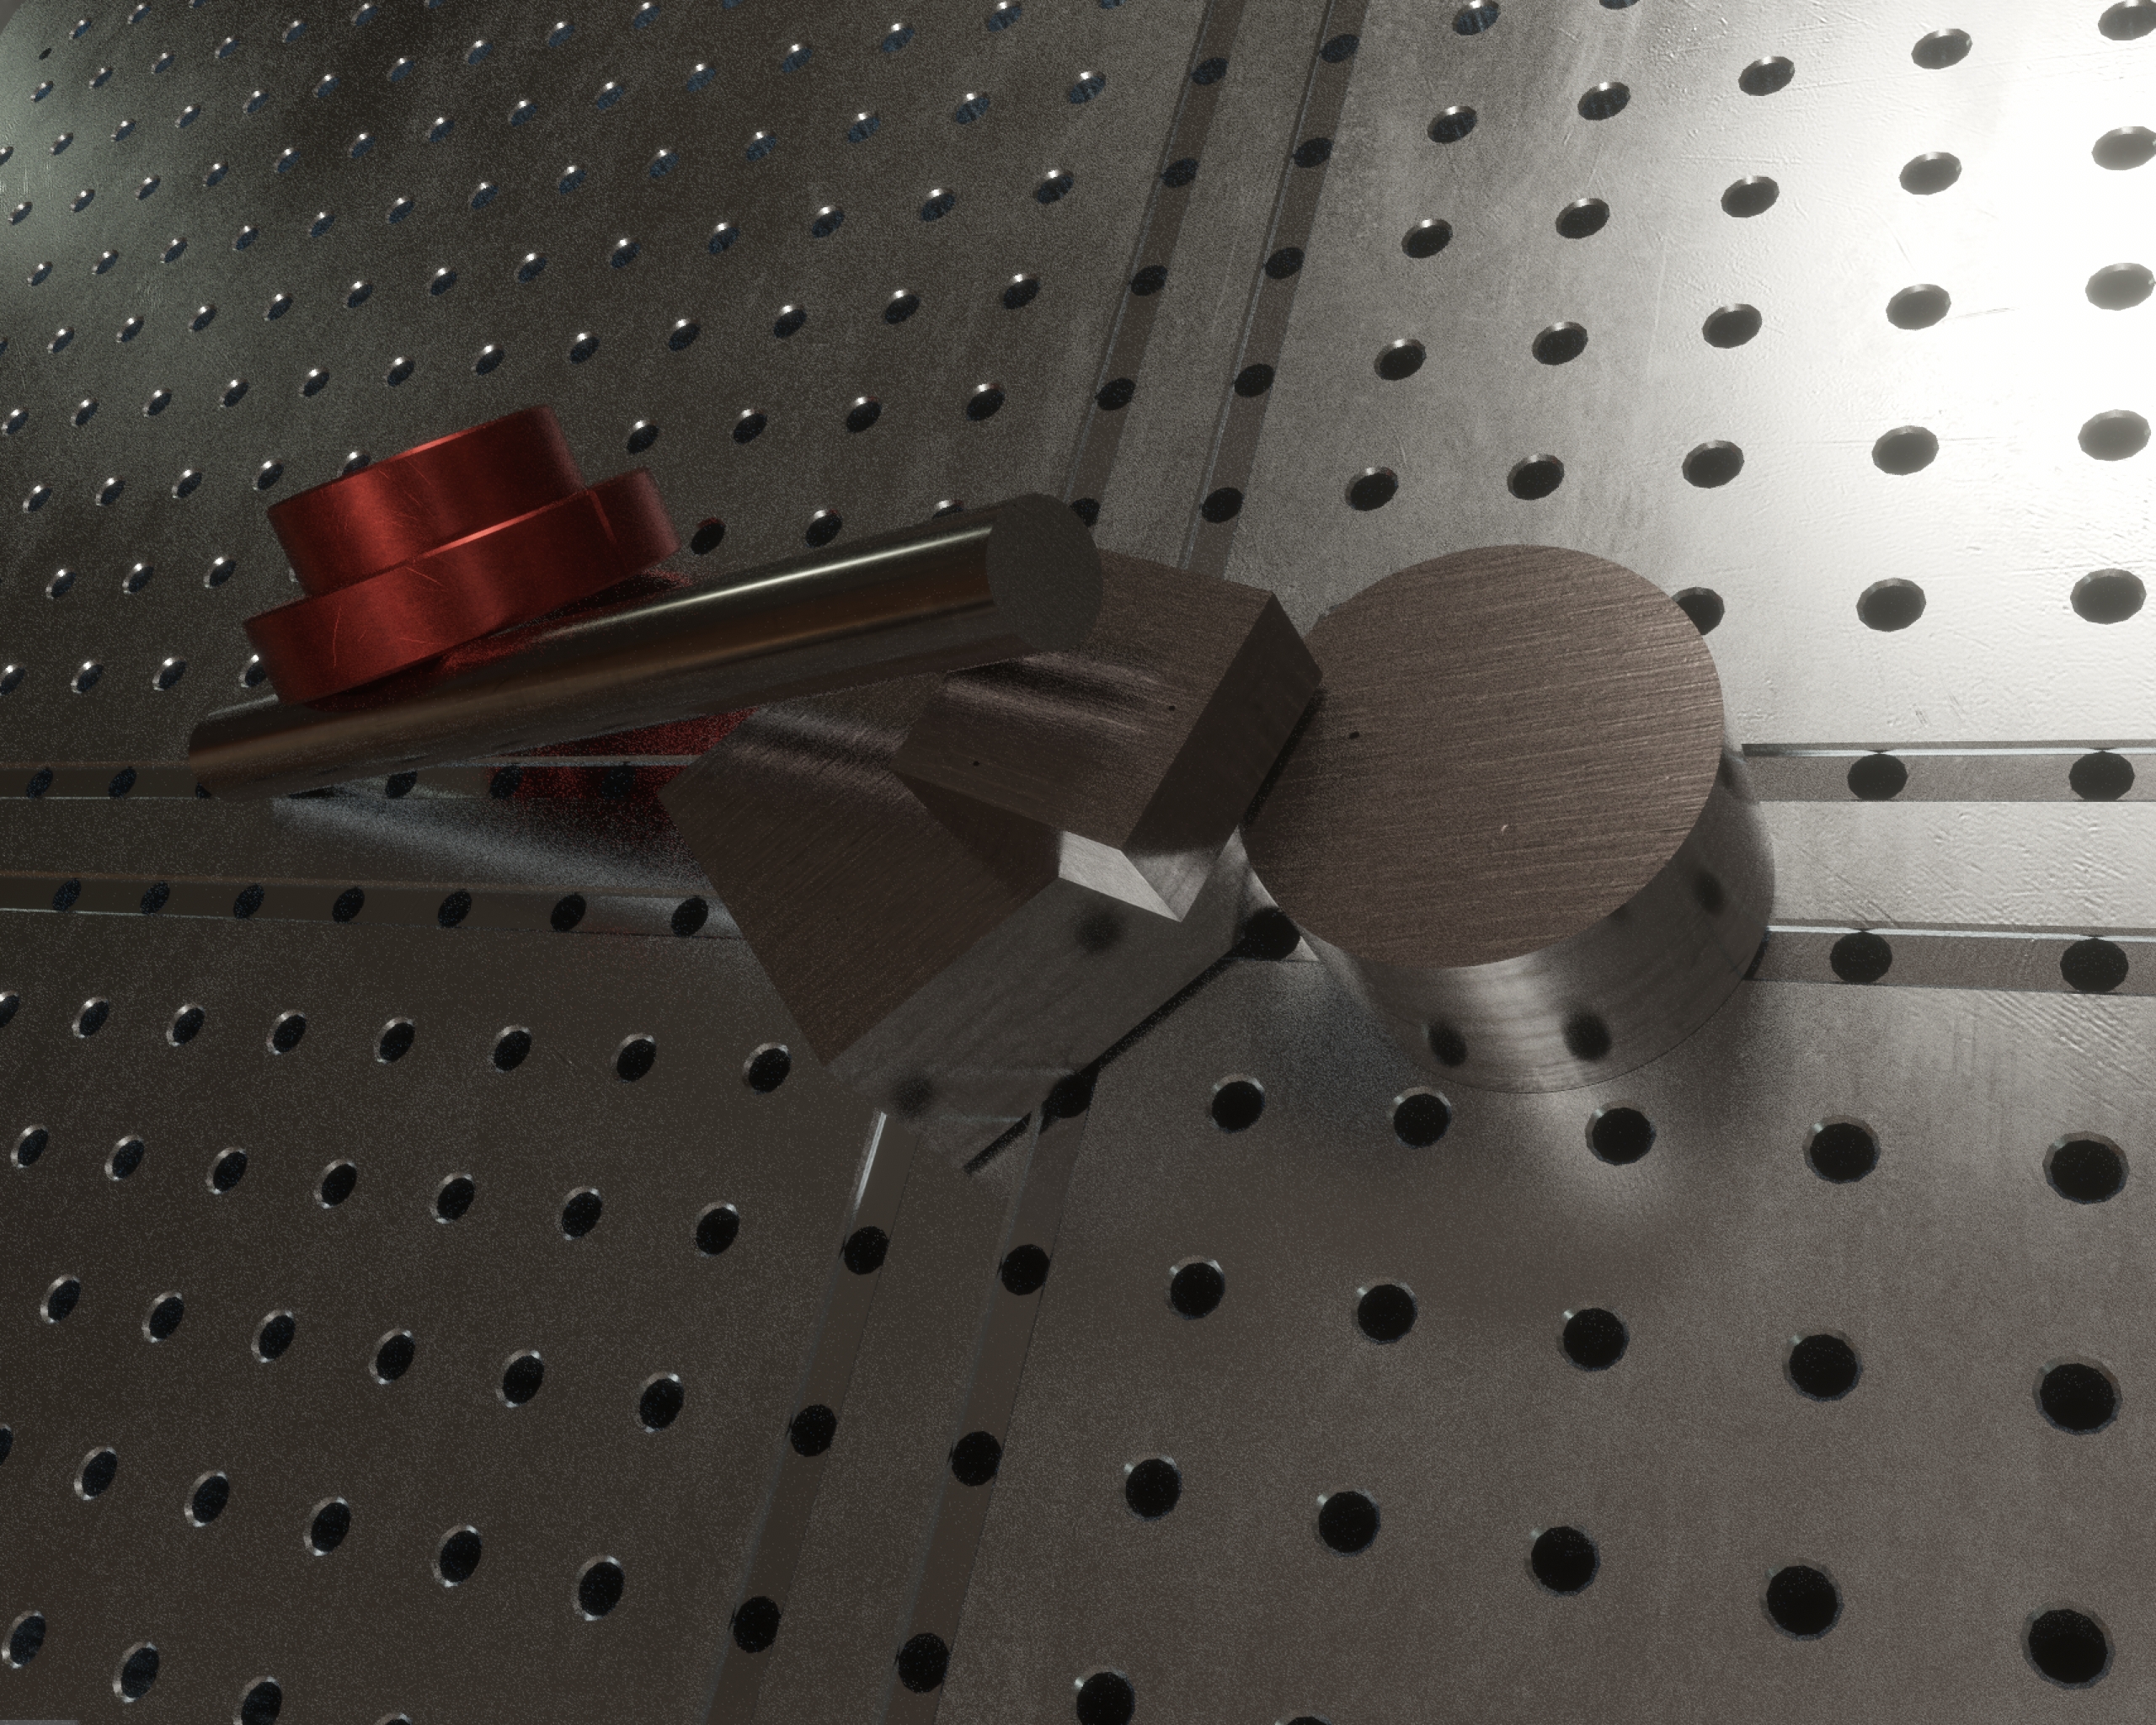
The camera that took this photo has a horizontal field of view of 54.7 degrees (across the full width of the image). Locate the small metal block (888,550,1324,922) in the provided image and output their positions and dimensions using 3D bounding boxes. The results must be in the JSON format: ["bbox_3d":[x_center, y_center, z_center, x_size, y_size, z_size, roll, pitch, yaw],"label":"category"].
[{"bbox_3d":[0.005,-0.024,0.352,0.050,0.025,0.050,20,72,35],"label":"small metal block"}]

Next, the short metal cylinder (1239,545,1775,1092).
[{"bbox_3d":[0.074,-0.007,0.357,0.080,0.050,0.080,-13,56,20],"label":"short metal cylinder"}]

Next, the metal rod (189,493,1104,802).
[{"bbox_3d":[-0.111,-0.036,0.431,0.300,0.025,0.025,-5,58,45],"label":"metal rod"}]

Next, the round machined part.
[{"bbox_3d":[-0.146,-0.075,0.483,0.098,0.042,0.098,-19,15,6],"label":"round machined part"}]

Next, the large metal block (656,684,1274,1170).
[{"bbox_3d":[-0.021,-0.003,0.401,0.080,0.050,0.080,-39,51,1],"label":"large metal block"}]
